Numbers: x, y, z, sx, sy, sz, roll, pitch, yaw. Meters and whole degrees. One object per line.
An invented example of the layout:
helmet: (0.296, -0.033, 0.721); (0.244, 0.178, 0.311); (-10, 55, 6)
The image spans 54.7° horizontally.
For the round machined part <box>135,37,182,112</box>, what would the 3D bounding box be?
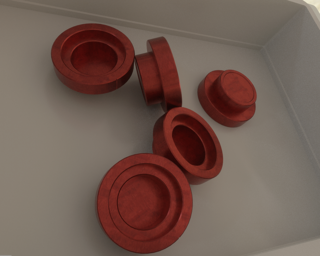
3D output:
round machined part: (-0.006, -0.066, 0.406); (0.042, 0.098, 0.098); (-15, 67, -4)

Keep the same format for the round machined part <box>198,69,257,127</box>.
round machined part: (0.113, -0.053, 0.490); (0.099, 0.042, 0.098); (14, 56, -21)

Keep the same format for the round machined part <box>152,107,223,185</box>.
round machined part: (0.030, 0.026, 0.387); (0.099, 0.042, 0.098); (26, 45, -29)

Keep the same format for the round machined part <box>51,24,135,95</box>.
round machined part: (-0.082, -0.081, 0.390); (0.099, 0.042, 0.098); (4, 60, -7)

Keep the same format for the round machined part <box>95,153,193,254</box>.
round machined part: (-0.019, 0.078, 0.327); (0.099, 0.042, 0.098); (4, 75, -17)
